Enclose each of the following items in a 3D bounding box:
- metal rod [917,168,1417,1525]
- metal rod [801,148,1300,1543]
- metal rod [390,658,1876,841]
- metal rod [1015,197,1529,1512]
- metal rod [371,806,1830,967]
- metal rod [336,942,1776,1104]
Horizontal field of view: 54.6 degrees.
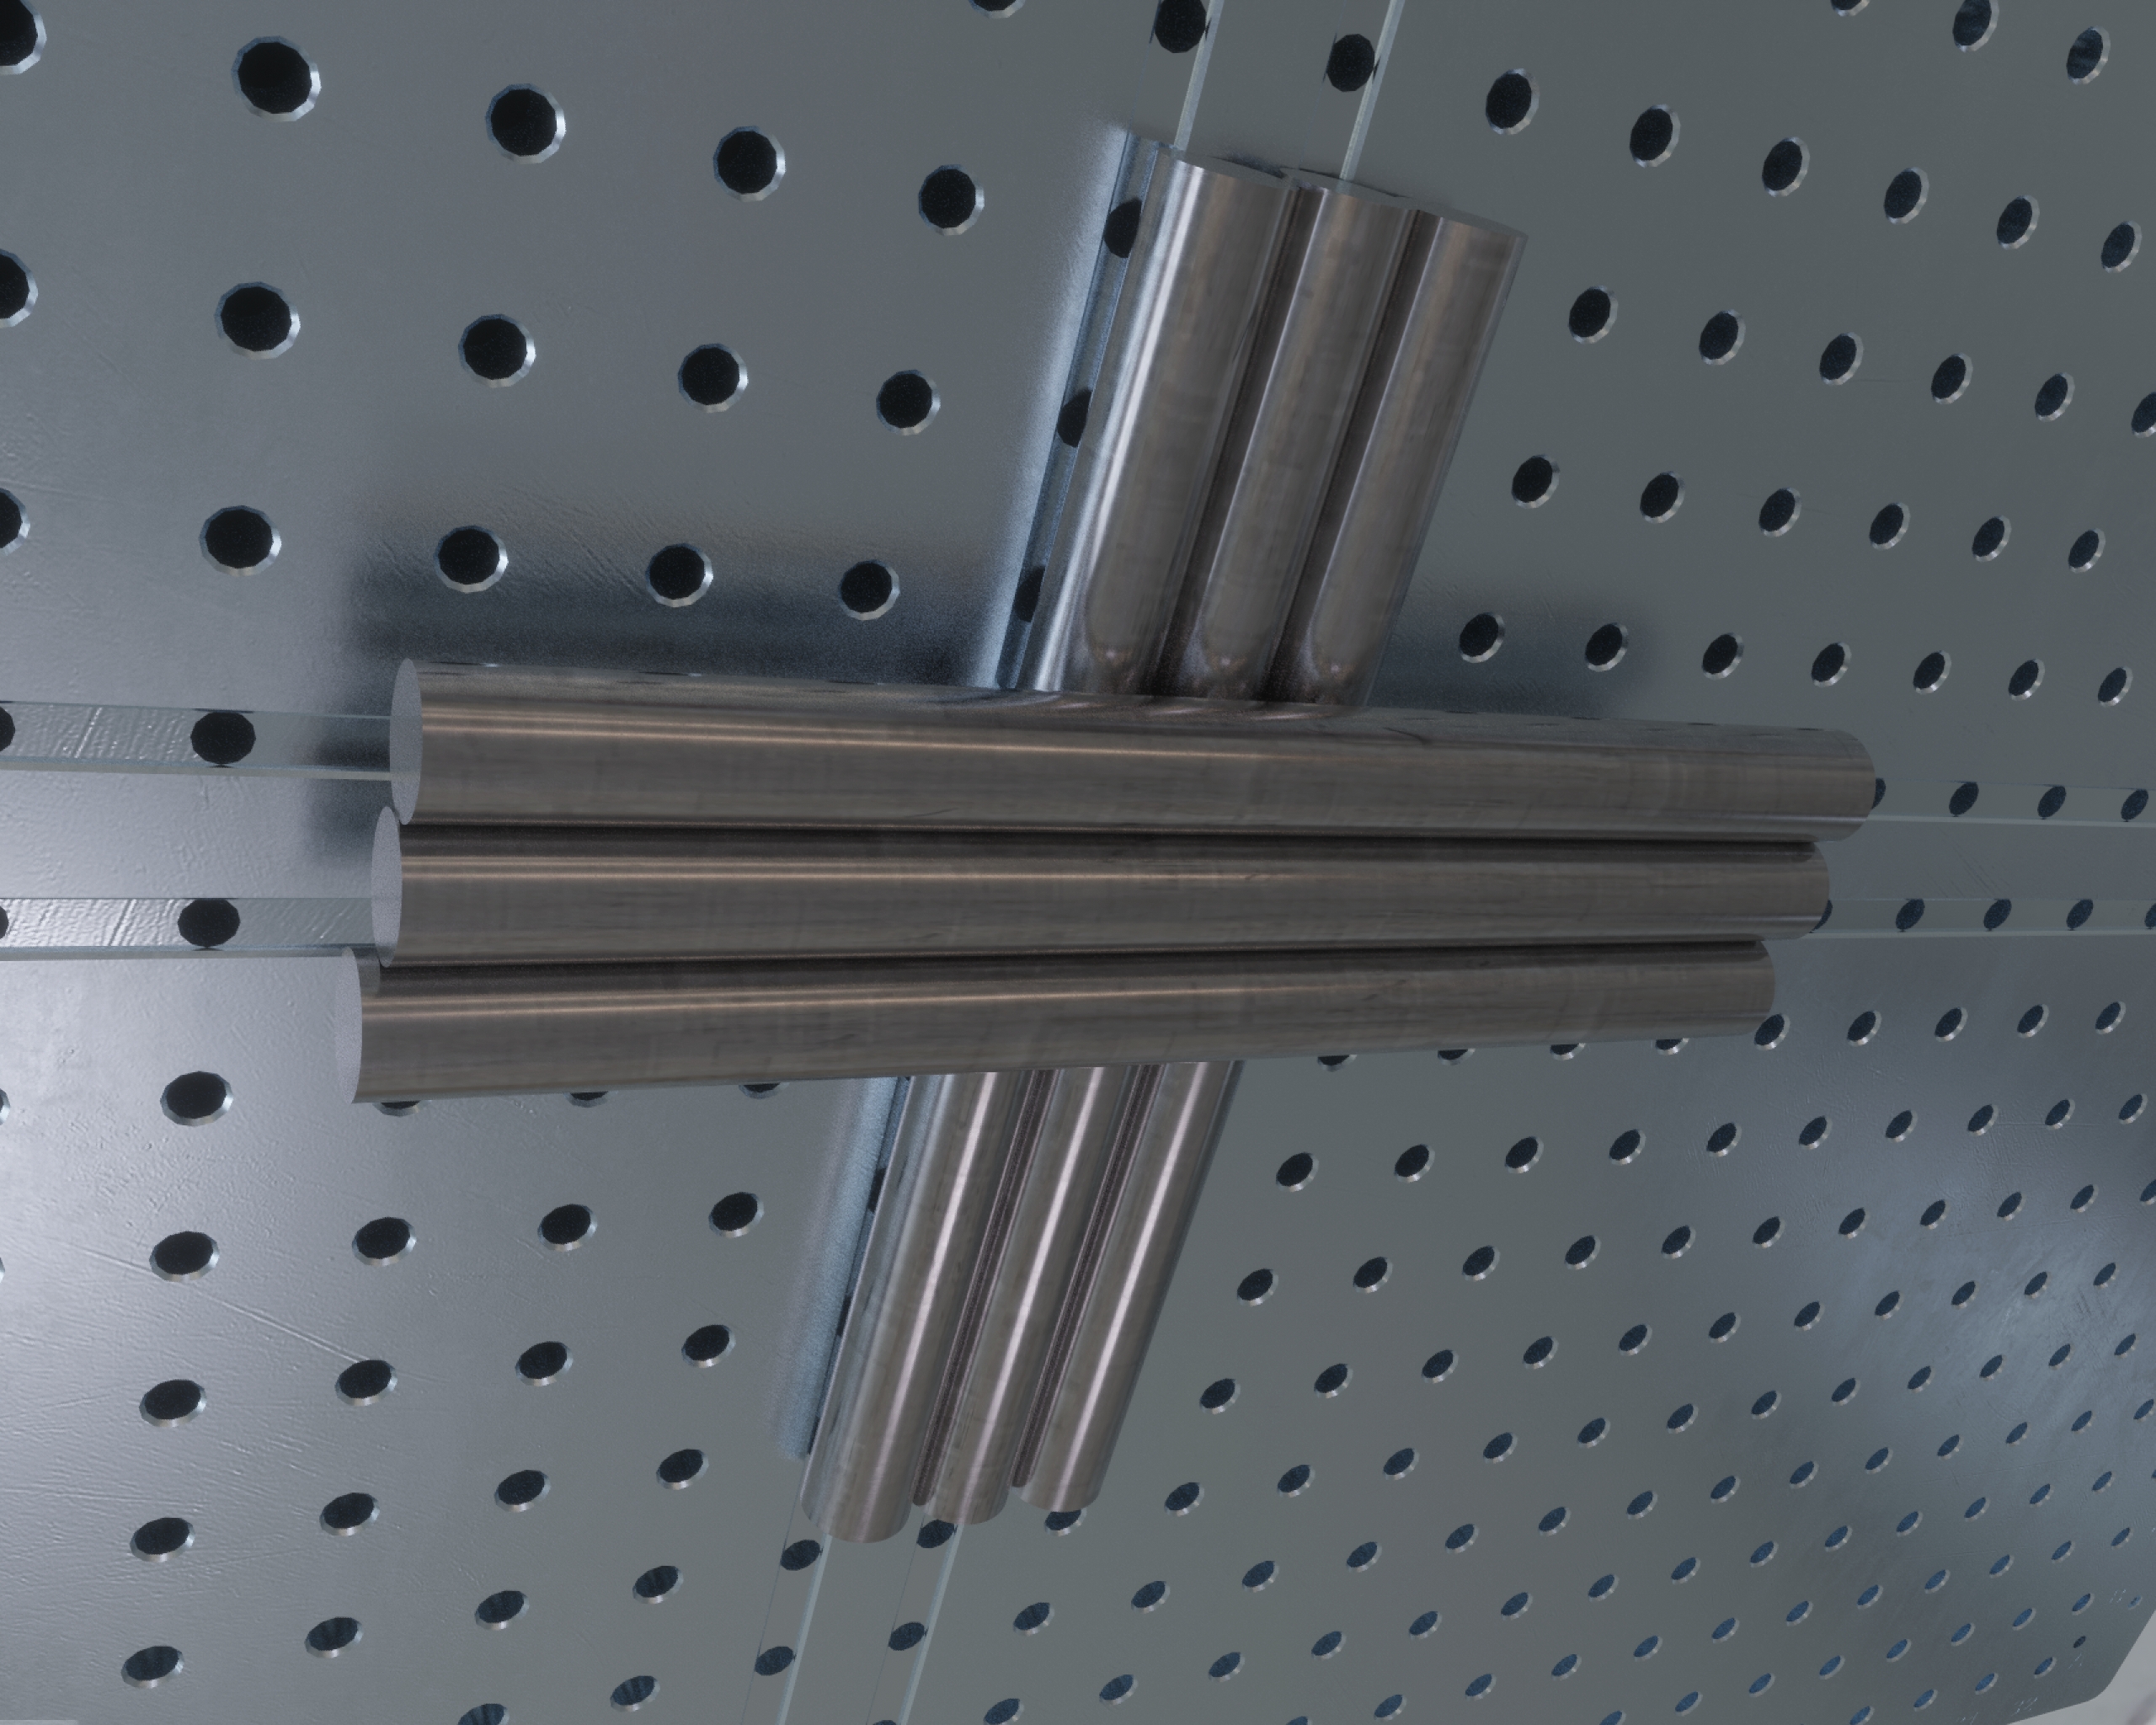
[{"bbox_3d":[0.009,0.014,0.424,0.025,0.025,0.298,2,118,-29],"label":"metal rod"},{"bbox_3d":[-0.013,0.014,0.412,0.025,0.025,0.298,2,118,-29],"label":"metal rod"},{"bbox_3d":[0.032,-0.017,0.385,0.302,0.025,0.025,0,118,-29],"label":"metal rod"},{"bbox_3d":[0.031,0.015,0.437,0.025,0.025,0.298,2,118,-29],"label":"metal rod"},{"bbox_3d":[0.026,0.004,0.395,0.302,0.025,0.025,0,118,-29],"label":"metal rod"},{"bbox_3d":[0.017,0.026,0.404,0.302,0.025,0.025,0,118,-29],"label":"metal rod"}]
